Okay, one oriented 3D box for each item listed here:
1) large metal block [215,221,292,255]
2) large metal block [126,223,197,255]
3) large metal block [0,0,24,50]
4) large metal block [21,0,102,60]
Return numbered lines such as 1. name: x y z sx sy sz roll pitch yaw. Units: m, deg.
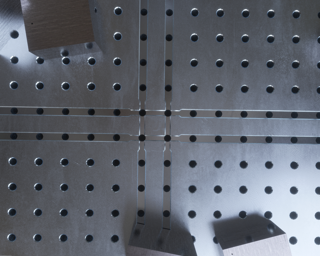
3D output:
1. large metal block: 0.125 0.177 0.403 0.080 0.050 0.080 -14 90 -1
2. large metal block: -0.002 0.163 0.386 0.080 0.080 0.050 12 90 -1
3. large metal block: -0.215 -0.148 0.383 0.050 0.080 0.080 40 90 0
4. large metal block: -0.125 -0.138 0.399 0.081 0.050 0.080 -9 90 -1
